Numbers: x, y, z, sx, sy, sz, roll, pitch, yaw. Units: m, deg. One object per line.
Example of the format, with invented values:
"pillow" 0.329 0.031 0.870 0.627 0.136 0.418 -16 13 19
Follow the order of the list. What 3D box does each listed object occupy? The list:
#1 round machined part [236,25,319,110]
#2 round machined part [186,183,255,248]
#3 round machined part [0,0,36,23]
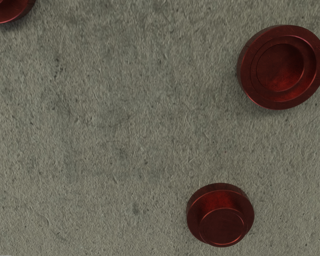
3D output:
"round machined part" 0.142 -0.074 0.374 0.099 0.042 0.097 0 110 0
"round machined part" 0.089 0.133 0.450 0.099 0.042 0.097 0 110 0
"round machined part" -0.190 -0.165 0.338 0.099 0.042 0.097 0 110 0
